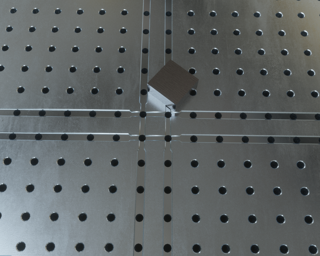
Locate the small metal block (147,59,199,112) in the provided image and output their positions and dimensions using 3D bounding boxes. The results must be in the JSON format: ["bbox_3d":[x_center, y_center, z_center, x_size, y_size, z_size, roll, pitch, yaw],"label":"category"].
[{"bbox_3d":[0.018,-0.059,0.434,0.050,0.025,0.050,38,74,12],"label":"small metal block"}]
